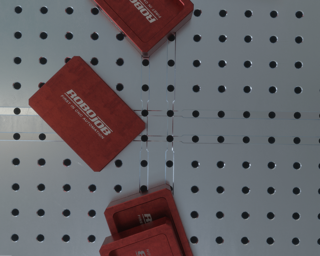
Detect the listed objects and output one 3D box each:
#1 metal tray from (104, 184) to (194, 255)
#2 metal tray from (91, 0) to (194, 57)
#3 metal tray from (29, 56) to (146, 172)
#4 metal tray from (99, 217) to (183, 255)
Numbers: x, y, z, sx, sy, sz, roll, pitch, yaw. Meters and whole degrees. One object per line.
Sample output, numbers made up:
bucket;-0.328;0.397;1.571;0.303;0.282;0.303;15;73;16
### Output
metal tray;-0.010;0.151;0.410;0.090;0.030;0.129;-19;90;0
metal tray;-0.031;-0.172;0.410;0.090;0.030;0.130;-43;90;0
metal tray;-0.093;-0.018;0.410;0.090;0.030;0.130;-44;90;0
metal tray;-0.009;0.187;0.380;0.090;0.030;0.129;-19;90;0
